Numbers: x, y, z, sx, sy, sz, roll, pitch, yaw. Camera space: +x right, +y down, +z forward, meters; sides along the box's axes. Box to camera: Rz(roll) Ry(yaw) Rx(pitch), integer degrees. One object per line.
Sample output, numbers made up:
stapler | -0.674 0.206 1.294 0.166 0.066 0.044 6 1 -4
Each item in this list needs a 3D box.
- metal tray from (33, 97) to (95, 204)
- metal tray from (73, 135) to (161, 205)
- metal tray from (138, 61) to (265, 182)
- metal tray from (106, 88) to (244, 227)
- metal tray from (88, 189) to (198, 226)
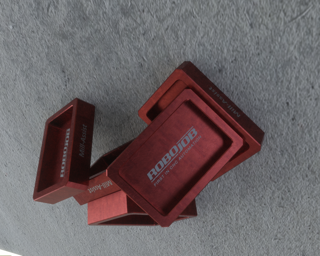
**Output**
metal tray | -0.134 0.032 0.436 0.090 0.130 0.030 -27 142 36
metal tray | -0.057 0.053 0.428 0.130 0.090 0.030 -27 104 37
metal tray | 0.048 -0.005 0.376 0.130 0.030 0.090 43 129 -3
metal tray | 0.016 0.031 0.346 0.090 0.030 0.130 44 84 -3
metal tray | -0.022 0.114 0.433 0.090 0.131 0.030 -27 59 37
